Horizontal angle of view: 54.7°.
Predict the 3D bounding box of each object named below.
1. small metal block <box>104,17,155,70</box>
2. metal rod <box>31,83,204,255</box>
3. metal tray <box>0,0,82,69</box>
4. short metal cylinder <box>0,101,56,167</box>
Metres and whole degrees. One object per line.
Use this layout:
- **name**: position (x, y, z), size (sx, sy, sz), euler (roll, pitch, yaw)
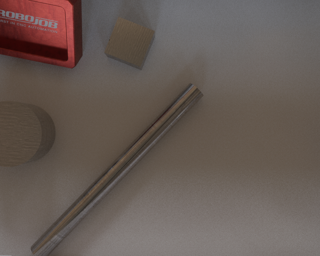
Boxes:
- **small metal block**: position (-0.039, -0.111, 0.411), size (0.050, 0.025, 0.050), euler (22, 90, -1)
- **metal rod**: position (-0.056, 0.056, 0.410), size (0.025, 0.025, 0.300), euler (44, 90, -1)
- **metal tray**: position (-0.164, -0.130, 0.380), size (0.131, 0.030, 0.089), euler (11, 133, -1)
- **short metal cylinder**: position (-0.182, 0.007, 0.397), size (0.081, 0.050, 0.079), euler (0, 90, -1)
